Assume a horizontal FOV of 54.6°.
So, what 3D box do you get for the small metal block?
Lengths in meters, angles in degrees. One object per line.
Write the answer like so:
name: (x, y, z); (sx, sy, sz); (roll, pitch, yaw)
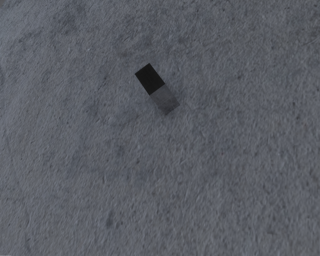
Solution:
small metal block: (-0.003, -0.053, 0.423); (0.025, 0.050, 0.050); (-36, 51, 4)
